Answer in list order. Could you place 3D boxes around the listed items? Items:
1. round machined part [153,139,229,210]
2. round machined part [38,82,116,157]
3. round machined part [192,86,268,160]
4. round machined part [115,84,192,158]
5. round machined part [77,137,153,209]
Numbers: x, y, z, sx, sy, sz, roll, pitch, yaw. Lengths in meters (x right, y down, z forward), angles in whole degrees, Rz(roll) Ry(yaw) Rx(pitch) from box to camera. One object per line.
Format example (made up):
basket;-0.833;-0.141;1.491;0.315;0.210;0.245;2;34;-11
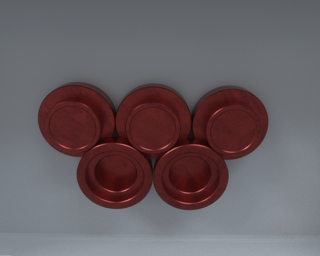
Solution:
round machined part;0.040;0.059;0.422;0.099;0.042;0.097;0;110;0
round machined part;-0.107;-0.007;0.396;0.099;0.042;0.097;0;109;-1
round machined part;0.091;-0.002;0.399;0.099;0.042;0.097;0;109;0
round machined part;-0.009;-0.005;0.398;0.099;0.042;0.097;0;109;0
round machined part;-0.059;0.057;0.421;0.099;0.042;0.097;0;110;0
